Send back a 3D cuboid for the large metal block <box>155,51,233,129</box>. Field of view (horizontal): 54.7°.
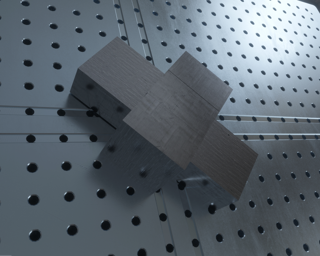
[{"bbox_3d":[0.036,-0.042,0.420,0.080,0.080,0.050,39,51,-2],"label":"large metal block"}]

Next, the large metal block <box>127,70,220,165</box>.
[{"bbox_3d":[0.012,-0.011,0.388,0.080,0.080,0.050,39,51,-2],"label":"large metal block"}]

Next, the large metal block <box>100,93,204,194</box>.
[{"bbox_3d":[-0.011,0.021,0.356,0.080,0.080,0.050,39,51,-2],"label":"large metal block"}]

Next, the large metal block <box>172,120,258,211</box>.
[{"bbox_3d":[0.070,0.046,0.403,0.080,0.050,0.080,39,52,-2],"label":"large metal block"}]

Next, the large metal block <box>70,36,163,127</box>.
[{"bbox_3d":[-0.053,-0.057,0.396,0.080,0.050,0.080,38,52,-3],"label":"large metal block"}]
